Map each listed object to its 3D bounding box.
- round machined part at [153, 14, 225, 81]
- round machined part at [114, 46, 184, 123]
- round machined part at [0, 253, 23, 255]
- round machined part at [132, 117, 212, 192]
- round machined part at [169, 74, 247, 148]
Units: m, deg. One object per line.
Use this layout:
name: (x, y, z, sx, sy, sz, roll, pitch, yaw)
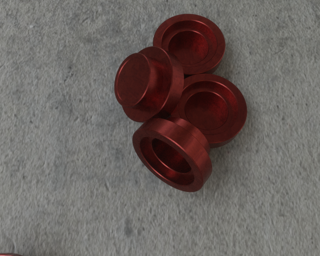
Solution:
round machined part: (0.039, -0.109, 0.439, 0.099, 0.042, 0.098, 0, 70, -1)
round machined part: (-0.021, -0.056, 0.389, 0.042, 0.098, 0.098, 11, 62, -44)
round machined part: (-0.170, 0.185, 0.329, 0.099, 0.042, 0.098, 0, 70, -1)
round machined part: (0.019, 0.026, 0.362, 0.098, 0.097, 0.042, 36, 59, 12)
round machined part: (0.059, -0.019, 0.404, 0.099, 0.042, 0.098, 1, 67, -3)
